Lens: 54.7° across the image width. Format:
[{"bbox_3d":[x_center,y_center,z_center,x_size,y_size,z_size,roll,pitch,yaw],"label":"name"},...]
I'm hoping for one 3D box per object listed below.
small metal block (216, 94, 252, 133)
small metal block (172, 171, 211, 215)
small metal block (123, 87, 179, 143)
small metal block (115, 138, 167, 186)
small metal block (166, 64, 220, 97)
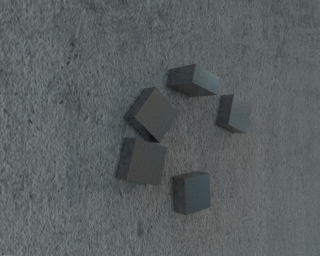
[{"bbox_3d":[0.121,-0.022,0.506,0.050,0.025,0.050,22,76,-38],"label":"small metal block"},{"bbox_3d":[0.045,0.092,0.443,0.050,0.025,0.050,-5,93,-40],"label":"small metal block"},{"bbox_3d":[-0.011,-0.016,0.395,0.050,0.025,0.050,47,62,-30],"label":"small metal block"},{"bbox_3d":[-0.023,0.042,0.385,0.050,0.025,0.050,20,78,-38],"label":"small metal block"},{"bbox_3d":[0.045,-0.063,0.426,0.050,0.050,0.025,19,78,-39],"label":"small metal block"}]
